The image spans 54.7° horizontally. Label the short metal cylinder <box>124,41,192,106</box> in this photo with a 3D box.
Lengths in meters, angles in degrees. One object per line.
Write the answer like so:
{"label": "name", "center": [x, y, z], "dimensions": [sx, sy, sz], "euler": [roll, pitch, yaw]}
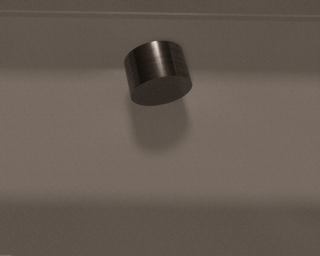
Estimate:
{"label": "short metal cylinder", "center": [-0.003, -0.069, 0.406], "dimensions": [0.081, 0.080, 0.050], "euler": [-11, 71, -5]}
